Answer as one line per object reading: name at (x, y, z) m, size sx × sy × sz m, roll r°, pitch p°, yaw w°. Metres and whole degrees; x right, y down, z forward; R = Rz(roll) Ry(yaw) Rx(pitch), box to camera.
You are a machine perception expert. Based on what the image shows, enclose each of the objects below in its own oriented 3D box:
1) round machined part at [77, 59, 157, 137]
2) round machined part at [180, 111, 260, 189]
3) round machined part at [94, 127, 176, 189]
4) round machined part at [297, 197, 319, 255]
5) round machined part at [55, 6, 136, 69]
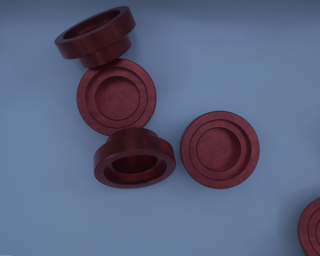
round machined part at (-0.054, -0.038, 0.402) m, size 0.099 × 0.042 × 0.097 m, roll 0°, pitch 90°, yaw -1°
round machined part at (0.074, 0.027, 0.404) m, size 0.099 × 0.042 × 0.097 m, roll 0°, pitch 90°, yaw -1°
round machined part at (-0.032, 0.035, 0.384) m, size 0.099 × 0.098 × 0.042 m, roll -10°, pitch 55°, yaw -1°
round machined part at (0.227, 0.138, 0.392) m, size 0.098 × 0.042 × 0.098 m, roll -8°, pitch 62°, yaw 16°
round machined part at (-0.074, -0.108, 0.382) m, size 0.098 × 0.098 × 0.042 m, roll -25°, pitch 122°, yaw -1°
